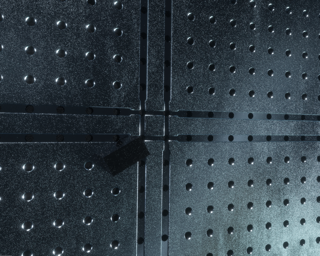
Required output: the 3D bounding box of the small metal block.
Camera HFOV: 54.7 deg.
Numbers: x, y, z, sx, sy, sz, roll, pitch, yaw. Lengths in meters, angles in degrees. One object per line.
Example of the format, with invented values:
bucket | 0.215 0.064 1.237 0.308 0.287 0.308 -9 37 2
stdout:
small metal block | -0.047 0.032 0.383 0.050 0.050 0.025 -30 100 -18
